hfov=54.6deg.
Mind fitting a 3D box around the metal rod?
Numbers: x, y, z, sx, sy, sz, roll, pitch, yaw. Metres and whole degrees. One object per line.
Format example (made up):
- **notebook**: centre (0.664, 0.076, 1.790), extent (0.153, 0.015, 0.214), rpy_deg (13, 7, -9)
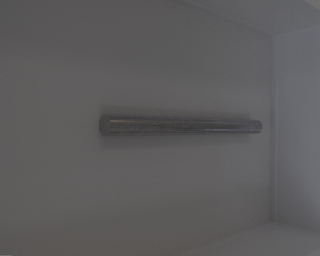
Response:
- **metal rod**: centre (0.053, -0.003, 0.449), extent (0.302, 0.025, 0.025), rpy_deg (0, 90, -40)
